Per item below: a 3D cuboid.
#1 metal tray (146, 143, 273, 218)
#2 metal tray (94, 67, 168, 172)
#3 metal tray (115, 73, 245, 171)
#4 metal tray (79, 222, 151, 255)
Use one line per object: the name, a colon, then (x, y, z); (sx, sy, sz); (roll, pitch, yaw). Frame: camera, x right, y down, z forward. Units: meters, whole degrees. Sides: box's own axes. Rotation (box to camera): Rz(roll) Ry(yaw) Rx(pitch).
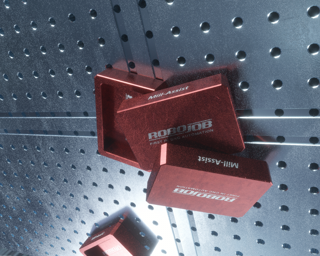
metal tray: (0.055, 0.068, 0.379); (0.131, 0.030, 0.089); (11, 137, -8)
metal tray: (-0.041, -0.009, 0.424); (0.090, 0.030, 0.129); (17, 125, 18)
metal tray: (0.025, -0.003, 0.366); (0.130, 0.030, 0.090); (-14, 119, 17)
metal tray: (-0.091, 0.243, 0.606); (0.090, 0.030, 0.129); (48, 129, -6)
